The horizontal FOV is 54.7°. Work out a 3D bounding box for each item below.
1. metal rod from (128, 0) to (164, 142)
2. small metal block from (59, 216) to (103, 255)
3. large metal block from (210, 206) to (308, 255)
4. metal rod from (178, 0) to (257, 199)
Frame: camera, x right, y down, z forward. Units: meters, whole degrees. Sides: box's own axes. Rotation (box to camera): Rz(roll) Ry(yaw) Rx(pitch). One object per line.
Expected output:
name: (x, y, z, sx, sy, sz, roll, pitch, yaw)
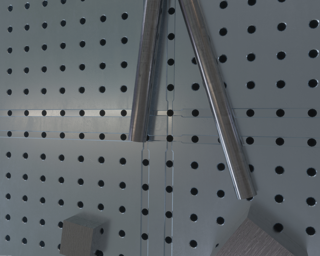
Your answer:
metal rod: (-0.013, -0.130, 0.417, 0.025, 0.025, 0.298, 8, 93, 20)
small metal block: (-0.115, 0.162, 0.453, 0.050, 0.025, 0.050, 9, 93, 19)
large metal block: (0.112, 0.153, 0.360, 0.080, 0.050, 0.080, 38, 102, 16)
metal rod: (0.066, -0.060, 0.389, 0.025, 0.025, 0.299, -17, 84, 19)
